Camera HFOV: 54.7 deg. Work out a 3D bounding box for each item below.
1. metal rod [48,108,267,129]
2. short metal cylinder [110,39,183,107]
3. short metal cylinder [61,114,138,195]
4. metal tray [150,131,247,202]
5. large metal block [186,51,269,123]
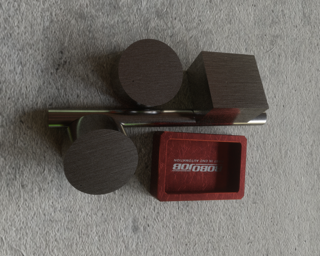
[{"bbox_3d":[0.011,-0.014,0.416,0.303,0.025,0.025,-1,91,-20],"label":"metal rod"},{"bbox_3d":[-0.018,-0.066,0.390,0.081,0.050,0.080,0,90,-20],"label":"short metal cylinder"},{"bbox_3d":[-0.071,0.029,0.358,0.081,0.050,0.079,-8,113,-18],"label":"short metal cylinder"},{"bbox_3d":[0.055,0.052,0.427,0.131,0.030,0.089,4,89,-20],"label":"metal tray"},{"bbox_3d":[0.088,-0.053,0.416,0.081,0.050,0.080,-1,69,-20],"label":"large metal block"}]
